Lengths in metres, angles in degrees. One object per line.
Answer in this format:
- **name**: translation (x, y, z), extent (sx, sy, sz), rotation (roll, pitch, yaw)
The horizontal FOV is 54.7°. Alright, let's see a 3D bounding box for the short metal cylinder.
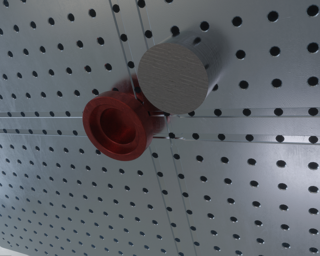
- **short metal cylinder**: translation (0.023, -0.062, 0.345), extent (0.080, 0.050, 0.079), rotation (13, 124, 21)

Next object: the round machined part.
- **round machined part**: translation (-0.053, -0.006, 0.424), extent (0.098, 0.042, 0.097), rotation (13, 124, 21)
